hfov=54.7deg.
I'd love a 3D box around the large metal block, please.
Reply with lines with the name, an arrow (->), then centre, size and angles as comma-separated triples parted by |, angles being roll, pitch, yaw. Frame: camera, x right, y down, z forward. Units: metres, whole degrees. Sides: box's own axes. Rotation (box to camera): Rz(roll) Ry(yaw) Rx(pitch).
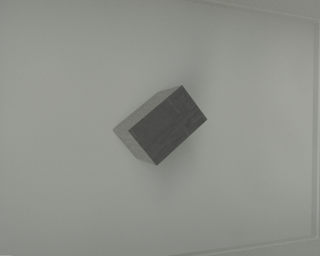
large metal block -> -0.003, -0.004, 0.378 | 0.080, 0.080, 0.050 | -41, 104, -15
